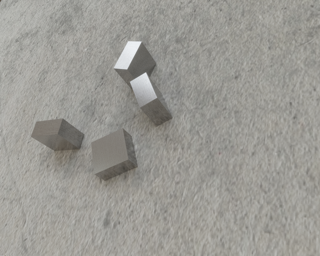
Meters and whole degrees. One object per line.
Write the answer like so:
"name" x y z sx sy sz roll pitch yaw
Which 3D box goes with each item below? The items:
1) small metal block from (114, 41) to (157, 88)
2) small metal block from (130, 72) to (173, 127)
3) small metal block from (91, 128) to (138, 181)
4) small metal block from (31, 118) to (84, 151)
"small metal block" -0.036 -0.093 0.462 0.025 0.050 0.050 11 67 32
"small metal block" -0.011 -0.038 0.416 0.025 0.050 0.050 -30 52 9
"small metal block" -0.062 0.035 0.413 0.050 0.025 0.050 -24 53 13
"small metal block" -0.150 0.011 0.458 0.050 0.050 0.025 -5 60 25
